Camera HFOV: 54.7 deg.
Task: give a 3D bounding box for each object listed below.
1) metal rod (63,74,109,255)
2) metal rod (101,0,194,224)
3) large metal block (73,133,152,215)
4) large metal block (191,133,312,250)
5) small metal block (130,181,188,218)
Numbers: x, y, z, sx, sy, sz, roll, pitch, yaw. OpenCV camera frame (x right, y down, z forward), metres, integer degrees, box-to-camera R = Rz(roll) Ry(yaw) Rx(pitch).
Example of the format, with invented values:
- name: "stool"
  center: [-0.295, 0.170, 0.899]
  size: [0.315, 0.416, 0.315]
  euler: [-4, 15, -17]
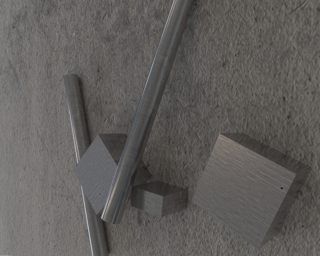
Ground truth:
- name: "metal rod"
  center: [-0.122, 0.056, 0.505]
  size: [0.025, 0.025, 0.299]
  euler: [-20, 78, 38]
- name: "metal rod"
  center: [-0.013, -0.030, 0.378]
  size: [0.025, 0.025, 0.299]
  euler: [18, 90, 38]
- name: "large metal block"
  center: [-0.070, 0.064, 0.447]
  size: [0.080, 0.050, 0.080]
  euler: [-51, 60, 28]
- name: "large metal block"
  center: [0.090, 0.058, 0.314]
  size: [0.080, 0.050, 0.079]
  euler: [31, 109, 35]
- name: "small metal block"
  center: [0.000, 0.087, 0.389]
  size: [0.050, 0.050, 0.025]
  euler: [8, 96, 39]
